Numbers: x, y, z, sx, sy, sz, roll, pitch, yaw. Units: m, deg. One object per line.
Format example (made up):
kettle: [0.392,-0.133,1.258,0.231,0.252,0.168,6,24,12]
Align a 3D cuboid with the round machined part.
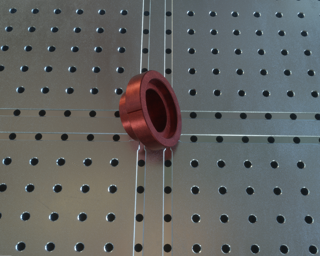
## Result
round machined part: [-0.014,-0.020,0.389,0.042,0.098,0.098,-14,67,28]
